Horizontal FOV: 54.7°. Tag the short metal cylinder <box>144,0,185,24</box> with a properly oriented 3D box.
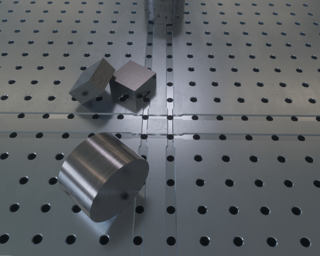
[{"bbox_3d":[0.008,-0.244,0.596,0.081,0.050,0.080,0,50,0],"label":"short metal cylinder"}]

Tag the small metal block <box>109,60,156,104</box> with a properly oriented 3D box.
[{"bbox_3d":[-0.041,-0.070,0.466,0.050,0.025,0.050,30,56,22],"label":"small metal block"}]

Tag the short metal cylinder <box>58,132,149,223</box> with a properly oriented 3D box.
[{"bbox_3d":[-0.058,0.052,0.328,0.050,0.080,0.080,36,59,26],"label":"short metal cylinder"}]

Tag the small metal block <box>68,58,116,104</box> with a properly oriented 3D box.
[{"bbox_3d":[-0.097,-0.067,0.446,0.050,0.025,0.050,-20,37,39],"label":"small metal block"}]
